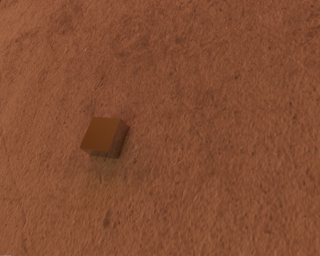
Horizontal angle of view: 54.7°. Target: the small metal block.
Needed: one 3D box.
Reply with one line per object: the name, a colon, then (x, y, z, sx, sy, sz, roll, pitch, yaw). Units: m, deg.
small metal block: (-0.077, 0.013, 0.435, 0.050, 0.025, 0.050, 4, 63, 29)
